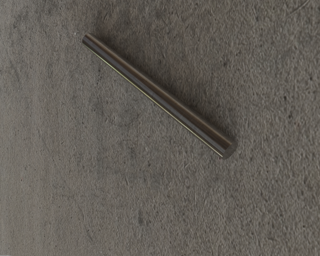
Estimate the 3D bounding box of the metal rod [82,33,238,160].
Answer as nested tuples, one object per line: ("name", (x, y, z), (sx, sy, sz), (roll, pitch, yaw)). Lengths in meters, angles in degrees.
("metal rod", (-0.018, -0.058, 0.421), (0.300, 0.025, 0.025), (41, 115, 32))
